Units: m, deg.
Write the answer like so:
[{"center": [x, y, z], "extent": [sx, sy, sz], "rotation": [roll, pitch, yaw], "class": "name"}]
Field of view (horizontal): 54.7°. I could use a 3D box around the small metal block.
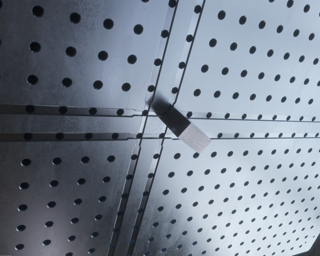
[{"center": [0.035, 0.002, 0.418], "extent": [0.025, 0.050, 0.050], "rotation": [-49, 129, 6], "class": "small metal block"}]
